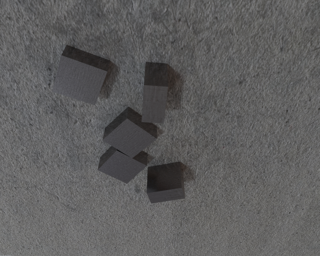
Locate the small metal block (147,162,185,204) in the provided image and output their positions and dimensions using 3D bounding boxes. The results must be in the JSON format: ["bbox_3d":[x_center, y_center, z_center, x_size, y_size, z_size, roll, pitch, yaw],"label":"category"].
[{"bbox_3d":[0.009,0.080,0.459,0.050,0.050,0.025,-11,129,9],"label":"small metal block"}]

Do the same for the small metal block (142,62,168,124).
[{"bbox_3d":[-0.006,-0.041,0.356,0.025,0.050,0.050,4,130,-3],"label":"small metal block"}]

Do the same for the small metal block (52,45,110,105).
[{"bbox_3d":[-0.090,-0.060,0.355,0.050,0.025,0.050,18,128,-15],"label":"small metal block"}]

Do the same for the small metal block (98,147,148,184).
[{"bbox_3d":[-0.054,0.049,0.448,0.050,0.025,0.050,31,124,-24],"label":"small metal block"}]

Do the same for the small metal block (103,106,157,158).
[{"bbox_3d":[-0.039,0.007,0.413,0.050,0.025,0.050,36,121,-27],"label":"small metal block"}]
